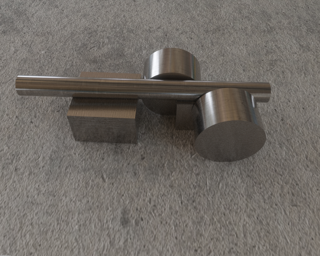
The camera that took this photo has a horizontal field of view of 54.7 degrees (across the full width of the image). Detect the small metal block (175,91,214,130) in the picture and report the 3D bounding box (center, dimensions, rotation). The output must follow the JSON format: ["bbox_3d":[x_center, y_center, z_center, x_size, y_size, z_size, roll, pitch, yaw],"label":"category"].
[{"bbox_3d":[0.046,-0.022,0.406,0.050,0.050,0.025,1,50,0],"label":"small metal block"}]

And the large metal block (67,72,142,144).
[{"bbox_3d":[-0.067,-0.027,0.407,0.081,0.050,0.080,3,50,1],"label":"large metal block"}]

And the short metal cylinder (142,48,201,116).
[{"bbox_3d":[0.016,-0.061,0.421,0.081,0.080,0.050,2,50,1],"label":"short metal cylinder"}]

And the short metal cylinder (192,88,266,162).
[{"bbox_3d":[0.080,-0.002,0.371,0.081,0.080,0.050,0,50,-1],"label":"short metal cylinder"}]

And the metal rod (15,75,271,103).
[{"bbox_3d":[-0.019,-0.048,0.378,0.302,0.025,0.025,2,50,-1],"label":"metal rod"}]
